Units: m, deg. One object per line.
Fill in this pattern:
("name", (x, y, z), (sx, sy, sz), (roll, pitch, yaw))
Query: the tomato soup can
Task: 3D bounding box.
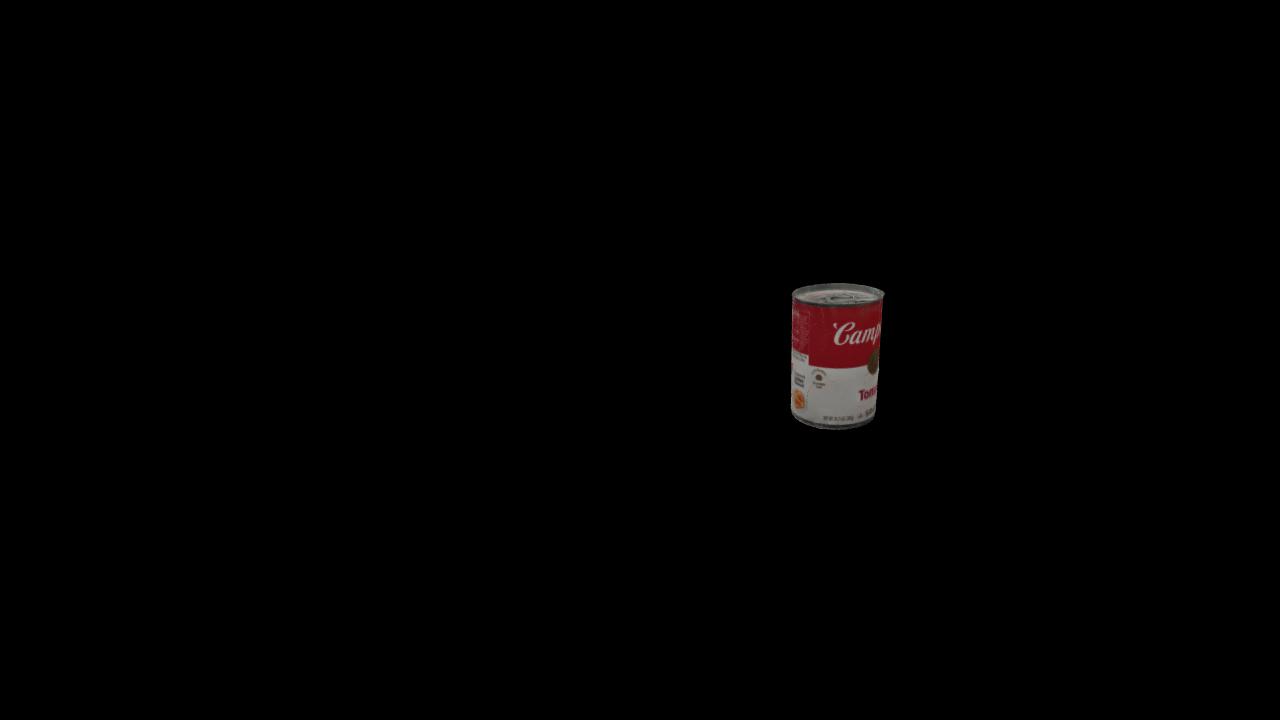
("tomato soup can", (0.152, -0.003, 0.482), (0.068, 0.101, 0.068), (-3, 19, 1))
